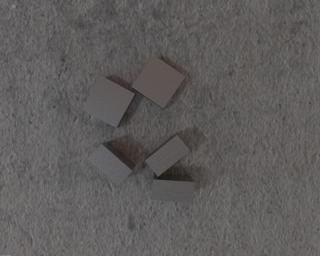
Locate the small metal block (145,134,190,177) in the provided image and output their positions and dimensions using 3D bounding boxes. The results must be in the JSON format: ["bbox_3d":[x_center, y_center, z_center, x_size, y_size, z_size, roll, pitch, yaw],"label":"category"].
[{"bbox_3d":[0.009,0.033,0.398,0.050,0.050,0.025,-39,90,0],"label":"small metal block"}]

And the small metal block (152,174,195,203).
[{"bbox_3d":[0.016,0.076,0.398,0.050,0.050,0.025,4,90,-1],"label":"small metal block"}]

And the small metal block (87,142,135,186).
[{"bbox_3d":[-0.060,0.044,0.397,0.050,0.050,0.025,41,90,-1],"label":"small metal block"}]

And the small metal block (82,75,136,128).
[{"bbox_3d":[-0.066,-0.034,0.409,0.050,0.025,0.050,29,90,-1],"label":"small metal block"}]

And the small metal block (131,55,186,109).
[{"bbox_3d":[-0.002,-0.060,0.410,0.050,0.025,0.050,34,90,-1],"label":"small metal block"}]
